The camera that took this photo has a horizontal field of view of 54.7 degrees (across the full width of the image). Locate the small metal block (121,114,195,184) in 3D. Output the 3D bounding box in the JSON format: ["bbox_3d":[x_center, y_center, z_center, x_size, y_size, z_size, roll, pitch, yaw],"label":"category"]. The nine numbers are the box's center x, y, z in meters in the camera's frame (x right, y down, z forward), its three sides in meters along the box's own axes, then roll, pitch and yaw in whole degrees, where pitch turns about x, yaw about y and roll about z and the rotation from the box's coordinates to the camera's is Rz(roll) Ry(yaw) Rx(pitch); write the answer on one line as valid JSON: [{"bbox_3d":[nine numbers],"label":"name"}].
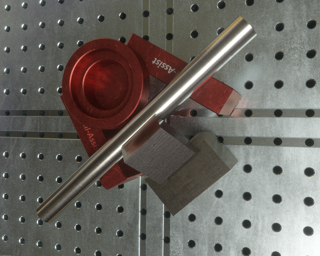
[{"bbox_3d":[-0.002,0.022,0.312,0.050,0.050,0.025,-44,32,14],"label":"small metal block"}]

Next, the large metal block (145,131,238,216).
[{"bbox_3d":[0.041,0.050,0.365,0.080,0.080,0.050,-43,77,15],"label":"large metal block"}]

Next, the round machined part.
[{"bbox_3d":[-0.056,-0.047,0.349,0.098,0.042,0.097,0,90,19],"label":"round machined part"}]

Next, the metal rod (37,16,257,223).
[{"bbox_3d":[-0.026,0.003,0.325,0.299,0.025,0.025,-42,77,14],"label":"metal rod"}]

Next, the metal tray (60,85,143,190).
[{"bbox_3d":[-0.065,0.008,0.399,0.030,0.090,0.130,-31,80,17],"label":"metal tray"}]

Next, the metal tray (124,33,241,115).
[{"bbox_3d":[0.028,-0.061,0.367,0.130,0.090,0.030,33,102,16],"label":"metal tray"}]
